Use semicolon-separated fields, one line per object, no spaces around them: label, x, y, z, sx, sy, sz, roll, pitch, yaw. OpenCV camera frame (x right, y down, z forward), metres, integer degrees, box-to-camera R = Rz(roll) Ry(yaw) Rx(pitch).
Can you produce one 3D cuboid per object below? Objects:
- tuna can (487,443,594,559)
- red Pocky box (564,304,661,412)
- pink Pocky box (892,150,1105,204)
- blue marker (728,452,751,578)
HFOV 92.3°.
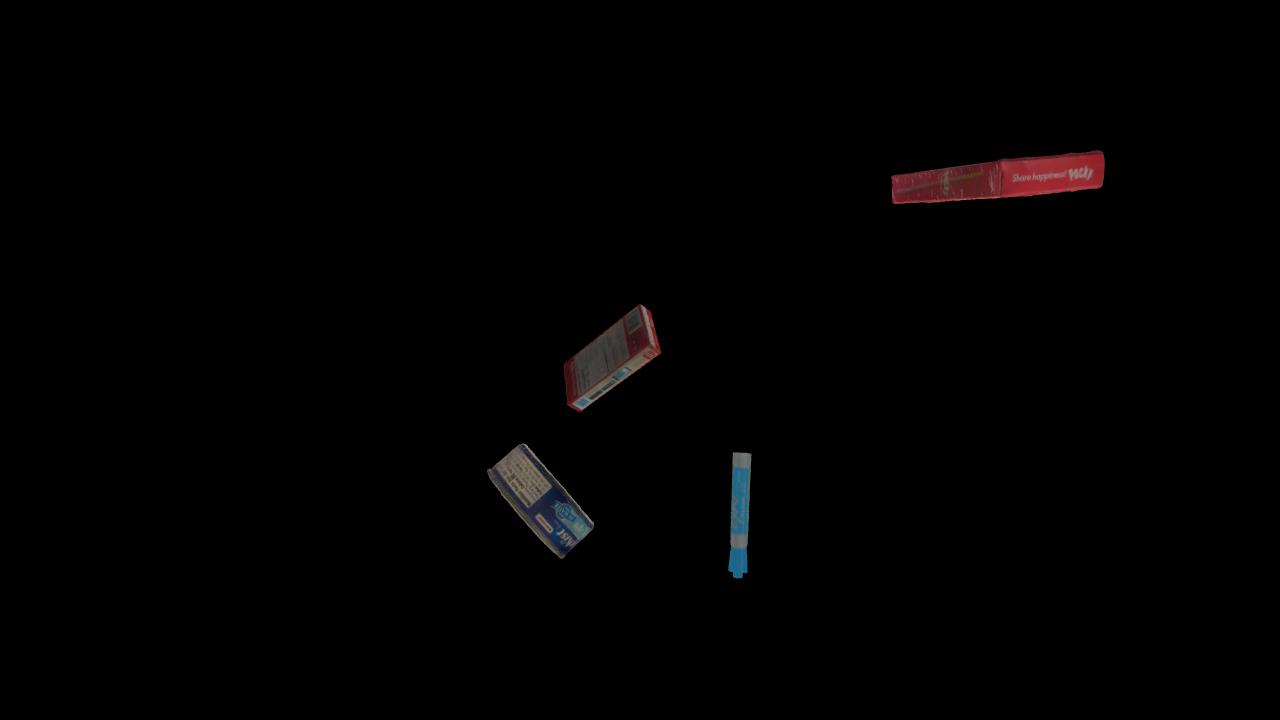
tuna can;-0.071;0.101;0.447;0.034;0.084;0.084;-40;11;-13
red Pocky box;-0.041;-0.002;0.844;0.155;0.083;0.028;-36;-47;24
pink Pocky box;0.291;-0.151;0.520;0.084;0.029;0.155;-7;13;-6
blue marker;0.099;0.153;0.612;0.020;0.121;0.020;4;-11;1
